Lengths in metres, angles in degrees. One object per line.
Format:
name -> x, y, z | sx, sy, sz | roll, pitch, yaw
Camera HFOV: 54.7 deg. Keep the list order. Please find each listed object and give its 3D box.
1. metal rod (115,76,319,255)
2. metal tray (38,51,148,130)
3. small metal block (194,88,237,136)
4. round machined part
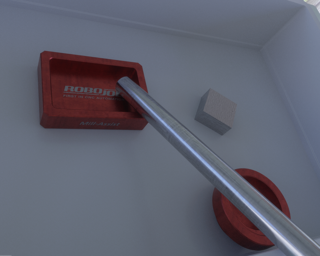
metal rod -> 0.044, 0.031, 0.318 | 0.025, 0.025, 0.300 | -18, 48, -35
metal tray -> -0.080, -0.044, 0.387 | 0.131, 0.030, 0.090 | 1, 61, -28
small metal block -> 0.085, -0.025, 0.469 | 0.050, 0.025, 0.050 | 30, 52, -10
round machined part -> 0.109, 0.103, 0.388 | 0.099, 0.042, 0.098 | 14, 50, -17
